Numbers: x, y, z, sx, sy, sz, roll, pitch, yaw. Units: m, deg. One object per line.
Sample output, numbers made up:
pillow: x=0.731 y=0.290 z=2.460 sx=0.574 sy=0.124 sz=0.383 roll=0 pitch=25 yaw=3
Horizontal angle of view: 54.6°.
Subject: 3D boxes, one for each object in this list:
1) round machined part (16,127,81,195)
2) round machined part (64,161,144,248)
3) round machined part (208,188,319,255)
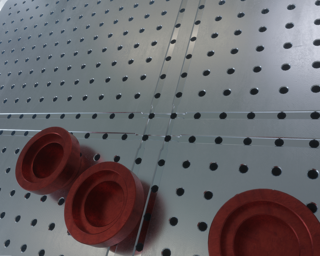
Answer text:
round machined part: x=-0.155 y=0.050 z=0.450 sx=0.098 sy=0.042 sz=0.098 roll=-13 pitch=56 yaw=21
round machined part: x=-0.062 y=0.093 z=0.374 sx=0.098 sy=0.042 sz=0.098 roll=-13 pitch=56 yaw=21
round machined part: x=0.097 y=0.108 z=0.280 sx=0.098 sy=0.042 sz=0.098 roll=-13 pitch=56 yaw=21
